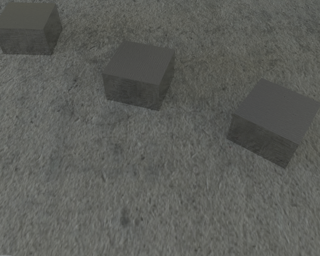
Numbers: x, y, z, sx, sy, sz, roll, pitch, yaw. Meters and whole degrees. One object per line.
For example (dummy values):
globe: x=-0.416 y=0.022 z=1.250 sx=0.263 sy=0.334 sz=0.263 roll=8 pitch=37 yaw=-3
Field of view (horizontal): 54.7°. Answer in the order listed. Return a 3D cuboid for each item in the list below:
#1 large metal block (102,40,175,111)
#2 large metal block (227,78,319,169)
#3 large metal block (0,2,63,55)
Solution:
large metal block: x=-0.028 y=-0.078 z=0.452 sx=0.080 sy=0.050 sz=0.080 roll=13 pitch=51 yaw=10
large metal block: x=0.144 y=-0.008 z=0.396 sx=0.080 sy=0.050 sz=0.080 roll=29 pitch=56 yaw=22
large metal block: x=-0.221 y=-0.169 z=0.526 sx=0.081 sy=0.050 sz=0.080 roll=2 pitch=50 yaw=1
